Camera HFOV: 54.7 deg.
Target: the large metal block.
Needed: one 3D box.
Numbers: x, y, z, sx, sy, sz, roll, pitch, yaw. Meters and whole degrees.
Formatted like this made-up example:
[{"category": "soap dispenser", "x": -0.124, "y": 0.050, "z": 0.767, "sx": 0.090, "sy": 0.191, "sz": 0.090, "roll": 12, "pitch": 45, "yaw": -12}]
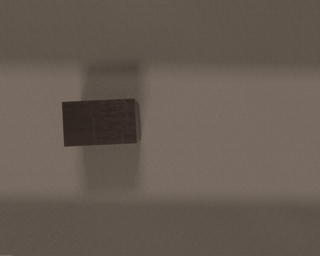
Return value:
[{"category": "large metal block", "x": -0.067, "y": -0.006, "z": 0.383, "sx": 0.081, "sy": 0.080, "sz": 0.050, "roll": -3, "pitch": 90, "yaw": -1}]
